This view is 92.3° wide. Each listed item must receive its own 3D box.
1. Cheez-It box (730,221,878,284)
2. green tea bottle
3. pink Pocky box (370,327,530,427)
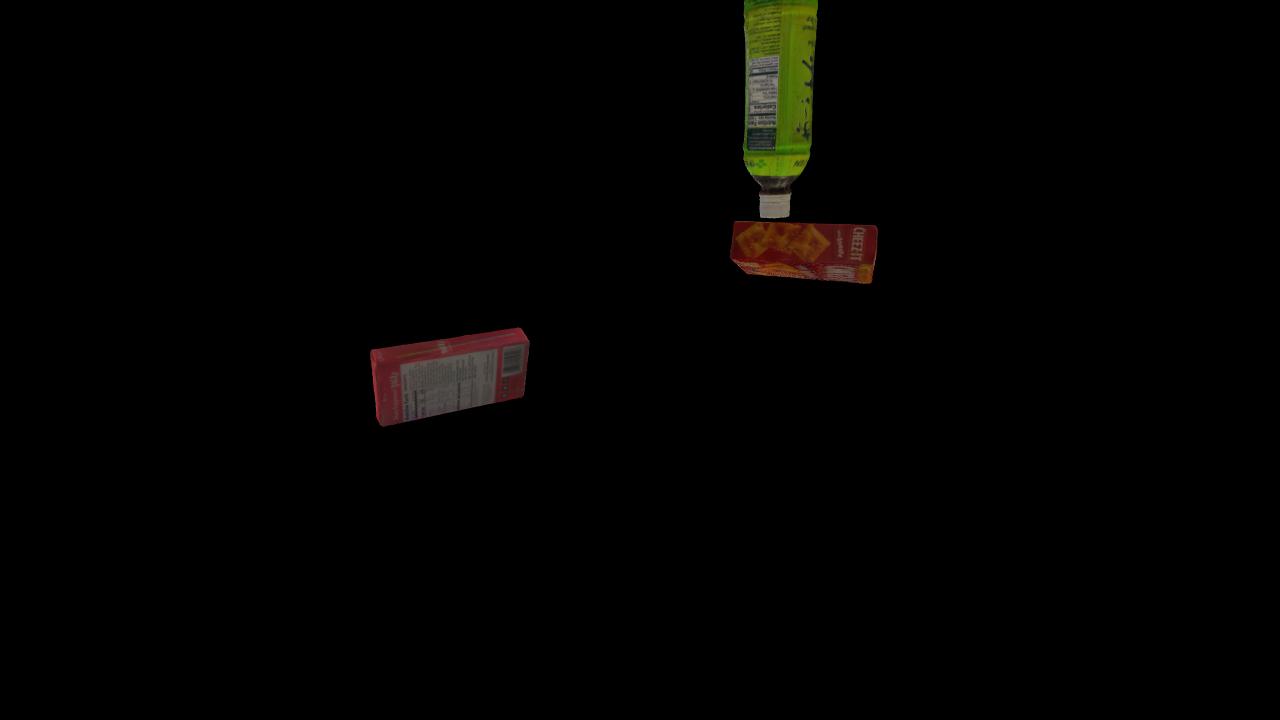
[{"bbox_3d":[0.276,-0.179,1.028,0.223,0.071,0.166,7,1,19],"label":"Cheez-It box"},{"bbox_3d":[0.135,-0.249,0.608,0.073,0.212,0.073,0,19,0],"label":"green tea bottle"},{"bbox_3d":[-0.195,0.016,0.641,0.155,0.084,0.029,-12,44,-29],"label":"pink Pocky box"}]
